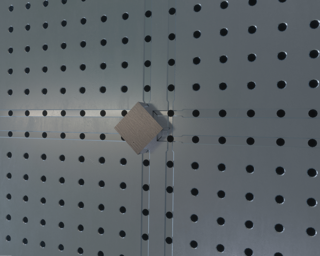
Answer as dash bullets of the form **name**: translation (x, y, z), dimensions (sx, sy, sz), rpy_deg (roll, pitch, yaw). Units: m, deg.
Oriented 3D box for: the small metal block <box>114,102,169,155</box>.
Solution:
- **small metal block**: translation (-0.025, 0.000, 0.422), dimensions (0.050, 0.025, 0.050), rpy_deg (-46, 76, 14)
